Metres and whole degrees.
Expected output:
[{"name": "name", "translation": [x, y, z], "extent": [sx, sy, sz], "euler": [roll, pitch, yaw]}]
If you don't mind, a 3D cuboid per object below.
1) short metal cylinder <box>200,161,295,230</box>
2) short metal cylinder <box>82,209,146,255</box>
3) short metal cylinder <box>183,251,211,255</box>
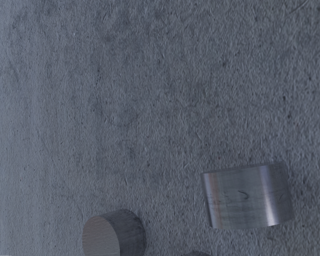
[{"name": "short metal cylinder", "translation": [0.083, 0.063, 0.301], "extent": [0.080, 0.081, 0.050], "euler": [-15, 81, 39]}, {"name": "short metal cylinder", "translation": [-0.066, 0.161, 0.444], "extent": [0.080, 0.050, 0.080], "euler": [0, 90, 40]}, {"name": "short metal cylinder", "translation": [0.037, 0.191, 0.358], "extent": [0.080, 0.050, 0.080], "euler": [0, 90, 40]}]
